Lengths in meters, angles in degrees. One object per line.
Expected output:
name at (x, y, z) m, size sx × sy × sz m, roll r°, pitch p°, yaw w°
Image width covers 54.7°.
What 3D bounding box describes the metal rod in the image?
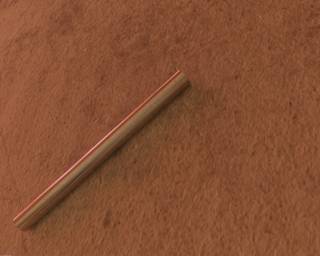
metal rod at (-0.078, 0.030, 0.424) m, size 0.300 × 0.025 × 0.025 m, roll -42°, pitch 51°, yaw -2°
